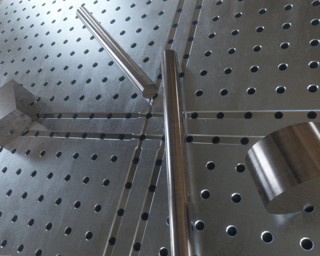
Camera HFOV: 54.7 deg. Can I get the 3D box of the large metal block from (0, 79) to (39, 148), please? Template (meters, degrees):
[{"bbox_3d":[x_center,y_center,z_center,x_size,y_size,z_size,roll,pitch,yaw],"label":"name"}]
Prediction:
[{"bbox_3d":[-0.269,-0.026,0.546,0.080,0.050,0.080,-33,52,6],"label":"large metal block"}]

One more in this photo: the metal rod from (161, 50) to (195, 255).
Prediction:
[{"bbox_3d":[0.019,0.018,0.386,0.025,0.025,0.299,-15,56,19],"label":"metal rod"}]

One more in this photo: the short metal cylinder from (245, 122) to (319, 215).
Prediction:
[{"bbox_3d":[0.126,0.039,0.283,0.080,0.080,0.050,-24,53,13],"label":"short metal cylinder"}]

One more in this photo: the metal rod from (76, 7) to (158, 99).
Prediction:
[{"bbox_3d":[-0.087,-0.144,0.540,0.025,0.025,0.300,-39,51,1],"label":"metal rod"}]
